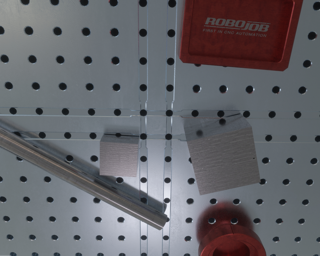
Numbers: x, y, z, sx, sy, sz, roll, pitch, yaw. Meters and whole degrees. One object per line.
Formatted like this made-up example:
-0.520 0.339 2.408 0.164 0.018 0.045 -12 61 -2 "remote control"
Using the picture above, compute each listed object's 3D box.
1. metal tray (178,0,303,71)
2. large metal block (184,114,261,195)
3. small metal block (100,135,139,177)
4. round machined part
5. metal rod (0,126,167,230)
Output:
0.091 -0.119 0.367 0.131 0.030 0.089 4 110 -2 "metal tray"
0.082 0.035 0.414 0.080 0.050 0.080 -13 110 4 "large metal block"
-0.056 0.038 0.427 0.050 0.025 0.050 4 110 -2 "small metal block"
0.107 0.188 0.475 0.099 0.042 0.097 0 110 0 "round machined part"
-0.123 0.066 0.436 0.301 0.025 0.025 31 107 -11 "metal rod"
